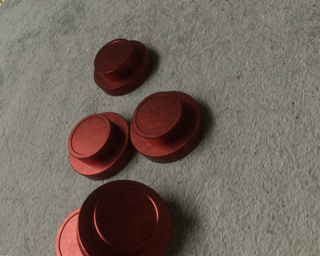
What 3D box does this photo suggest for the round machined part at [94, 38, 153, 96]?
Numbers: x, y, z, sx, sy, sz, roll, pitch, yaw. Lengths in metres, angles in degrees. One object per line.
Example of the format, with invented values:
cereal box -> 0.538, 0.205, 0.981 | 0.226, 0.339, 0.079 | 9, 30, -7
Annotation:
round machined part -> -0.064, -0.102, 0.490 | 0.098, 0.042, 0.098 | -13, 56, 21

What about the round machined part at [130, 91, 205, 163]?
round machined part -> 0.004, -0.008, 0.396 | 0.098, 0.042, 0.098 | -13, 56, 21

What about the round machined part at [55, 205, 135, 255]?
round machined part -> -0.079, 0.129, 0.356 | 0.098, 0.042, 0.098 | -13, 56, 21

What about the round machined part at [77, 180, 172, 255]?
round machined part -> -0.035, 0.097, 0.319 | 0.099, 0.042, 0.098 | 8, 52, -11

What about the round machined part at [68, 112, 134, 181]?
round machined part -> -0.086, 0.019, 0.427 | 0.098, 0.042, 0.098 | -13, 56, 21
